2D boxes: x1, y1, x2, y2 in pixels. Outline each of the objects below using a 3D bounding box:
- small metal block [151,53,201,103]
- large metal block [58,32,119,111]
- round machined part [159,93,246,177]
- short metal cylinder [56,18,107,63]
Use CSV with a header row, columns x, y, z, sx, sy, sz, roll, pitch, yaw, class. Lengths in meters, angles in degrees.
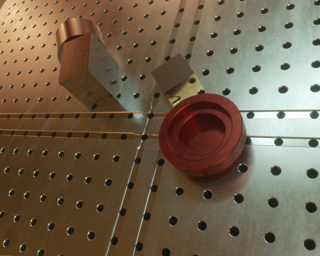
x,y,z,sx,sy,sz,roll,pitch,yaw,class
0.022,-0.071,0.441,0.050,0.025,0.050,-33,52,7,small metal block
-0.107,-0.086,0.482,0.050,0.080,0.080,-17,55,18,large metal block
0.052,0.011,0.363,0.098,0.042,0.098,-13,56,21,round machined part
-0.135,-0.139,0.530,0.080,0.080,0.050,-29,52,10,short metal cylinder
